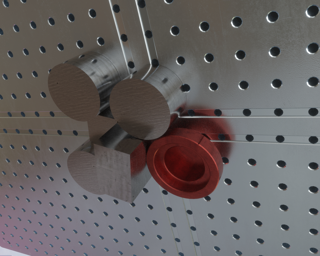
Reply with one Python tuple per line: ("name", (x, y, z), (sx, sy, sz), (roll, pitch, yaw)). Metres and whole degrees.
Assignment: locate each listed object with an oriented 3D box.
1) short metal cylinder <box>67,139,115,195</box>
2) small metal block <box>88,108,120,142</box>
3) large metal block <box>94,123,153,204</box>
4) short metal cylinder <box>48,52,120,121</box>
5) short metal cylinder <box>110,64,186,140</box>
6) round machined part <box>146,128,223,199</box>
("short metal cylinder", (-0.094, 0.056, 0.479), (0.080, 0.050, 0.079), (13, 124, 21))
("small metal block", (-0.076, -0.002, 0.450), (0.050, 0.025, 0.050), (14, 124, 20))
("large metal block", (-0.042, 0.039, 0.418), (0.050, 0.080, 0.079), (15, 125, 20))
("short metal cylinder", (-0.100, -0.055, 0.413), (0.080, 0.050, 0.079), (13, 124, 21))
("short metal cylinder", (-0.014, -0.032, 0.382), (0.080, 0.050, 0.079), (13, 124, 21))
("round machined part", (0.035, 0.042, 0.407), (0.098, 0.042, 0.097), (13, 124, 21))
